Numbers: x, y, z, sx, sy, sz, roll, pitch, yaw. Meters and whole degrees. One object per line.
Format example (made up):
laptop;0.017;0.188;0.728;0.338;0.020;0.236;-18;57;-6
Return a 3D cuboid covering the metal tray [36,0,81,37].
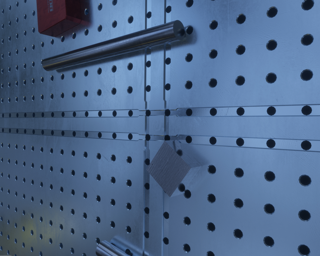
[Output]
metal tray;-0.185;-0.241;0.555;0.090;0.030;0.129;-8;85;39

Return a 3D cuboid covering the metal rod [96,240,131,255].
metal rod;0.025;0.213;0.387;0.300;0.025;0.025;13;98;39

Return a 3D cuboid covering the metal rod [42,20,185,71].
metal rod;-0.092;-0.120;0.482;0.300;0.025;0.025;-1;89;39

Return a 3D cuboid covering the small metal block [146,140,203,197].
small metal block;0.017;0.051;0.394;0.050;0.025;0.050;46;117;30
